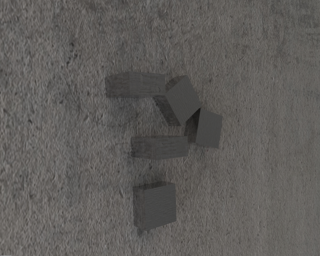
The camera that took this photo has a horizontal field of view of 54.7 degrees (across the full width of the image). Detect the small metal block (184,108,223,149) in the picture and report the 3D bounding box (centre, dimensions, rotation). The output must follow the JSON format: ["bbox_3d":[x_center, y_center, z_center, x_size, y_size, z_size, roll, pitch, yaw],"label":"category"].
[{"bbox_3d":[0.064,0.001,0.458,0.050,0.025,0.050,16,80,-39],"label":"small metal block"}]

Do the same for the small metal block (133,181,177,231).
[{"bbox_3d":[-0.006,0.099,0.399,0.050,0.025,0.050,-3,92,-40],"label":"small metal block"}]

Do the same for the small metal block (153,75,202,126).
[{"bbox_3d":[0.025,-0.037,0.425,0.050,0.025,0.050,-44,116,-31],"label":"small metal block"}]

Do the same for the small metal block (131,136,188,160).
[{"bbox_3d":[-0.001,0.023,0.387,0.050,0.050,0.025,-3,92,-40],"label":"small metal block"}]

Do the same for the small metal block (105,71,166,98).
[{"bbox_3d":[-0.029,-0.049,0.364,0.050,0.050,0.025,-3,93,-40],"label":"small metal block"}]
